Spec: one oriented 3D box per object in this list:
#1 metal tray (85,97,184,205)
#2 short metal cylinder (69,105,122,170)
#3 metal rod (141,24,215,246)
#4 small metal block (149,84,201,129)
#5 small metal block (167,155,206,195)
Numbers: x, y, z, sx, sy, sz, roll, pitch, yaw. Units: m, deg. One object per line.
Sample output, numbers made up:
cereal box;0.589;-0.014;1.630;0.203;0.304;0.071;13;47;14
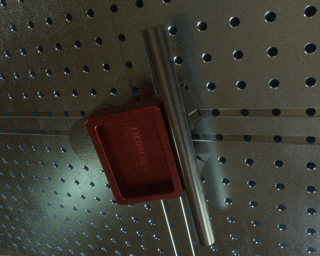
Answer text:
metal tray;-0.027;0.033;0.390;0.090;0.030;0.129;-11;115;11
short metal cylinder;-0.082;0.013;0.443;0.080;0.050;0.079;13;124;20
metal rod;0.029;0.027;0.379;0.025;0.025;0.298;-1;118;28
small metal block;0.016;-0.021;0.389;0.050;0.025;0.050;-16;110;34
small metal block;0.027;0.057;0.430;0.050;0.025;0.050;34;129;5
